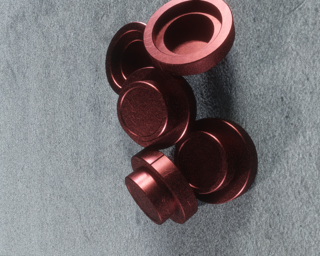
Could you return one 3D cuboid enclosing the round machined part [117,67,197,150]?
[{"bbox_3d":[-0.011,-0.021,0.359,0.098,0.042,0.097,7,104,30],"label":"round machined part"}]

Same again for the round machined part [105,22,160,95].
[{"bbox_3d":[-0.025,-0.087,0.414,0.098,0.042,0.097,0,90,39],"label":"round machined part"}]

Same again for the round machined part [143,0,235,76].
[{"bbox_3d":[0.034,-0.099,0.347,0.098,0.042,0.098,-8,62,16],"label":"round machined part"}]

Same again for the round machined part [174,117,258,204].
[{"bbox_3d":[0.055,0.037,0.349,0.098,0.042,0.097,0,90,39],"label":"round machined part"}]

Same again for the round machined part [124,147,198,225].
[{"bbox_3d":[-0.005,0.074,0.365,0.098,0.042,0.097,43,154,27],"label":"round machined part"}]
